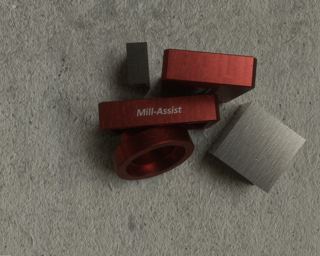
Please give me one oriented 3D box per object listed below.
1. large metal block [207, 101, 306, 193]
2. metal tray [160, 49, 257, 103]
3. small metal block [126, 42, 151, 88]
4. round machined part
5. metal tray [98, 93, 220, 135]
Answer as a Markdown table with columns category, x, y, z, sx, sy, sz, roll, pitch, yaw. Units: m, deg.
| category | x | y | z | sx | sy | sz | roll | pitch | yaw |
| --- | --- | --- | --- | --- | --- | --- | --- | --- | --- |
| large metal block | 0.121 | 0.023 | 0.399 | 0.080 | 0.050 | 0.080 | 36 | 90 | -1 |
| metal tray | 0.047 | -0.055 | 0.358 | 0.091 | 0.130 | 0.030 | 5 | 88 | 0 |
| small metal block | -0.027 | -0.078 | 0.397 | 0.025 | 0.050 | 0.050 | -4 | 90 | 0 |
| round machined part | -0.011 | 0.023 | 0.379 | 0.098 | 0.098 | 0.042 | -22 | 63 | 0 |
| metal tray | -0.001 | -0.013 | 0.376 | 0.131 | 0.090 | 0.030 | -5 | 84 | -1 |
